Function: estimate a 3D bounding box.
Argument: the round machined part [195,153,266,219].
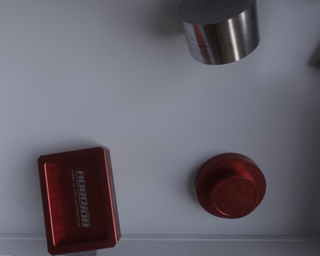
[{"bbox_3d":[0.101,0.088,0.436,0.099,0.042,0.097,0,110,-1],"label":"round machined part"}]

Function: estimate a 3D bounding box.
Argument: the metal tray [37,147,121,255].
[{"bbox_3d":[-0.107,0.095,0.414,0.091,0.030,0.129,-9,85,2],"label":"metal tray"}]

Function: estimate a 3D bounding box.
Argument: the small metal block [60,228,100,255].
[{"bbox_3d":[-0.114,0.160,0.456,0.050,0.050,0.025,6,110,-3],"label":"small metal block"}]

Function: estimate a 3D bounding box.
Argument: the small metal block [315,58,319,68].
[{"bbox_3d":[0.232,-0.088,0.382,0.050,0.025,0.050,21,109,-8],"label":"small metal block"}]

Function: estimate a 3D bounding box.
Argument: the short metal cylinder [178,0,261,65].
[{"bbox_3d":[0.065,-0.113,0.334,0.080,0.080,0.050,-19,136,6],"label":"short metal cylinder"}]
